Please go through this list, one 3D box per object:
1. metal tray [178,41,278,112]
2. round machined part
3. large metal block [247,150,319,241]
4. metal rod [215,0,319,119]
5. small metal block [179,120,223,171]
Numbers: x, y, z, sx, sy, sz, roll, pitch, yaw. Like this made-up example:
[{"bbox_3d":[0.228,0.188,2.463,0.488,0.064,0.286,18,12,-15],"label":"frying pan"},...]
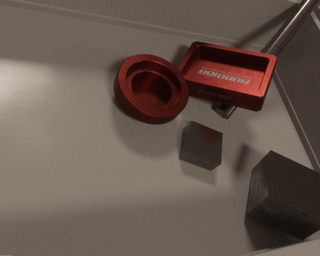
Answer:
[{"bbox_3d":[0.095,-0.080,0.458,0.130,0.030,0.090,16,55,19],"label":"metal tray"},{"bbox_3d":[-0.015,-0.047,0.415,0.099,0.042,0.098,11,59,-19],"label":"round machined part"},{"bbox_3d":[0.169,0.089,0.414,0.080,0.050,0.080,25,44,0],"label":"large metal block"},{"bbox_3d":[0.189,-0.134,0.506,0.025,0.025,0.300,40,78,-2],"label":"metal rod"},{"bbox_3d":[0.056,0.024,0.423,0.050,0.025,0.050,22,54,-16],"label":"small metal block"}]
